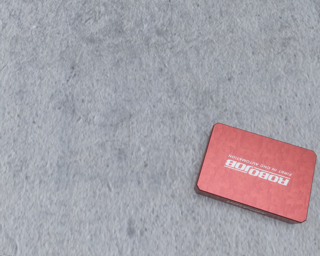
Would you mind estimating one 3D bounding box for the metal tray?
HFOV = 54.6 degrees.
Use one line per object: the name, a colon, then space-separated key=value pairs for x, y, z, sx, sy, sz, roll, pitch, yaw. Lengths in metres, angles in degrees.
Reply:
metal tray: x=0.117 y=0.055 z=0.386 sx=0.130 sy=0.030 sz=0.090 roll=17 pitch=71 yaw=6
